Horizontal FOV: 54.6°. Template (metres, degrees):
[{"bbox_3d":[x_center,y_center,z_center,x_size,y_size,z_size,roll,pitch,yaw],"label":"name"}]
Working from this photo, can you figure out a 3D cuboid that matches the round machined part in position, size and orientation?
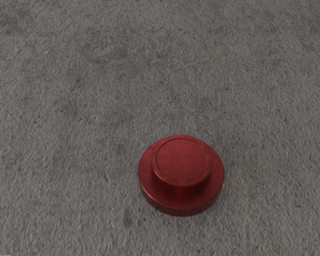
[{"bbox_3d":[0.024,0.046,0.354,0.099,0.042,0.098,0,50,0],"label":"round machined part"}]
